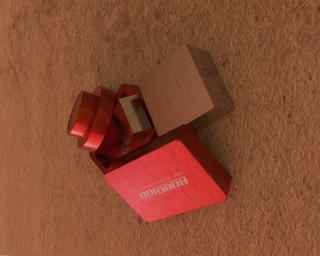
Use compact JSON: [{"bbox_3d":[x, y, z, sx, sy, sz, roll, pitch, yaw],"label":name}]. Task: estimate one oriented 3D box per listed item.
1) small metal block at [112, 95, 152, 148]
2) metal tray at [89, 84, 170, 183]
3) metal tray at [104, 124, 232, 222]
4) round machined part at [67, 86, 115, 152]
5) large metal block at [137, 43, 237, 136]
[{"bbox_3d":[-0.038,-0.008,0.408,0.050,0.025,0.050,65,153,17],"label":"small metal block"},{"bbox_3d":[-0.044,0.015,0.438,0.090,0.030,0.129,42,115,31],"label":"metal tray"},{"bbox_3d":[0.006,0.059,0.368,0.130,0.030,0.090,-29,109,37],"label":"metal tray"},{"bbox_3d":[-0.105,-0.017,0.455,0.097,0.042,0.098,-45,34,45],"label":"round machined part"},{"bbox_3d":[0.030,-0.039,0.366,0.080,0.050,0.080,-33,70,35],"label":"large metal block"}]
